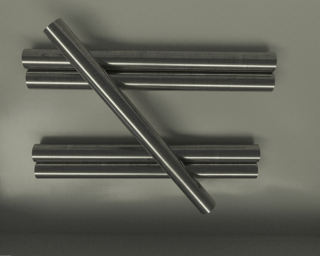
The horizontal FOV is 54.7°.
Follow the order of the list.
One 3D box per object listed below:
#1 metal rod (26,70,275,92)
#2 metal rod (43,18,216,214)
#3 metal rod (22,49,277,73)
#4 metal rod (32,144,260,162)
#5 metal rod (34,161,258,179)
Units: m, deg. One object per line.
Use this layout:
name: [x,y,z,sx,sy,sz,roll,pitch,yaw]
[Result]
metal rod: [-0.011,-0.059,0.387,0.302,0.025,0.025,1,110,-1]
metal rod: [-0.026,-0.003,0.382,0.025,0.025,0.300,-36,106,12]
metal rod: [-0.012,-0.082,0.379,0.302,0.025,0.025,1,110,-1]
metal rod: [-0.018,0.034,0.422,0.302,0.025,0.025,0,110,-1]
metal rod: [-0.018,0.058,0.430,0.302,0.025,0.025,0,110,-1]
